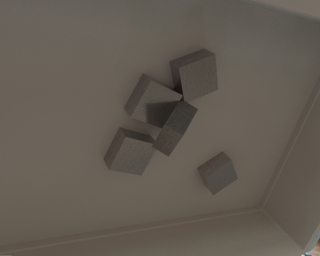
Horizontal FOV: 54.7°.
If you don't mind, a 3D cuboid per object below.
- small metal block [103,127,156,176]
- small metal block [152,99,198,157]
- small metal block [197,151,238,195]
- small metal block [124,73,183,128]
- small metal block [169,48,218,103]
[{"bbox_3d":[-0.038,0.032,0.407,0.050,0.025,0.050,17,110,-35],"label":"small metal block"},{"bbox_3d":[0.019,0.000,0.390,0.050,0.025,0.050,-57,178,-40],"label":"small metal block"},{"bbox_3d":[0.095,0.074,0.506,0.050,0.025,0.050,-32,129,-7],"label":"small metal block"},{"bbox_3d":[-0.008,-0.033,0.384,0.050,0.025,0.050,20,108,-36],"label":"small metal block"},{"bbox_3d":[0.044,-0.066,0.392,0.050,0.025,0.050,-23,127,-14],"label":"small metal block"}]
